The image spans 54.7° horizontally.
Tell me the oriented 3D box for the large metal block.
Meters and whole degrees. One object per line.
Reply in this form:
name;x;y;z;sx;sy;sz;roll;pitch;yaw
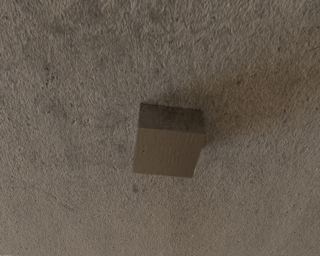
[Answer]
large metal block;0.009;0.017;0.407;0.081;0.050;0.079;6;130;-6
